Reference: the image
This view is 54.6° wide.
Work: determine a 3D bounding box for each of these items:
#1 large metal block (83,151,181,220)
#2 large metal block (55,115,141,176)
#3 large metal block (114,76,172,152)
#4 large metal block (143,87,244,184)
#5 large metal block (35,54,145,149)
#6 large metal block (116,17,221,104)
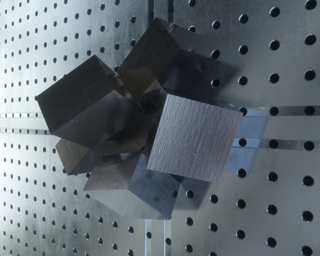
[{"bbox_3d":[-0.035,0.075,0.394,0.080,0.080,0.050,-11,47,39],"label":"large metal block"},{"bbox_3d":[-0.089,0.021,0.447,0.080,0.081,0.050,-46,63,30],"label":"large metal block"},{"bbox_3d":[-0.020,-0.012,0.413,0.080,0.050,0.080,-47,62,30],"label":"large metal block"},{"bbox_3d":[0.032,0.007,0.338,0.050,0.080,0.080,-115,39,-73],"label":"large metal block"},{"bbox_3d":[-0.077,-0.025,0.356,0.080,0.080,0.050,-34,67,8],"label":"large metal block"},{"bbox_3d":[0.010,-0.073,0.366,0.080,0.081,0.050,-47,63,30],"label":"large metal block"}]
